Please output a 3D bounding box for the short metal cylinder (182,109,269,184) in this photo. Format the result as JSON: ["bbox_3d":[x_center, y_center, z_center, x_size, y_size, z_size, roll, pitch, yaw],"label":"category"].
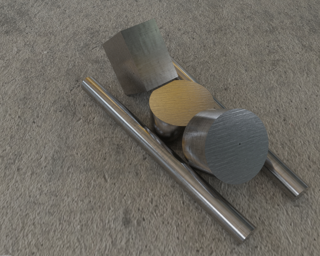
[{"bbox_3d":[0.072,0.018,0.346,0.081,0.080,0.050,-25,12,-20],"label":"short metal cylinder"}]

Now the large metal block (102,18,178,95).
[{"bbox_3d":[-0.029,-0.094,0.428,0.050,0.080,0.080,-29,14,-23],"label":"large metal block"}]

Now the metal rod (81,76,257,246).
[{"bbox_3d":[-0.008,0.022,0.385,0.025,0.025,0.300,-33,58,-25],"label":"metal rod"}]

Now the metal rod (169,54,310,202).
[{"bbox_3d":[0.077,-0.024,0.425,0.025,0.025,0.300,-26,55,-20],"label":"metal rod"}]

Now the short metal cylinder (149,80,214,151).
[{"bbox_3d":[0.027,-0.017,0.403,0.081,0.050,0.080,0,50,0],"label":"short metal cylinder"}]
